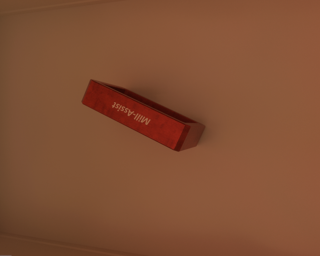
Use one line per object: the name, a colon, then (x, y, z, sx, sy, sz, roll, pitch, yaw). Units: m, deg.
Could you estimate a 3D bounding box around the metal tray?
metal tray: (-0.017, -0.016, 0.377, 0.130, 0.090, 0.030, 26, 99, 17)
